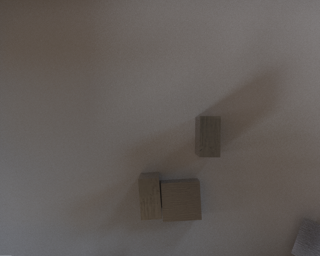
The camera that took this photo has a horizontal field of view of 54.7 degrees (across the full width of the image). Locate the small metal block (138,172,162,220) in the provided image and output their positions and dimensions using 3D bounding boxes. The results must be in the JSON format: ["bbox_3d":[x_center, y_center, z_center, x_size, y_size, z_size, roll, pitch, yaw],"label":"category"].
[{"bbox_3d":[-0.012,0.086,0.399,0.025,0.050,0.050,-4,90,0],"label":"small metal block"}]

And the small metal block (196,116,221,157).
[{"bbox_3d":[0.061,0.010,0.399,0.025,0.050,0.050,1,90,0],"label":"small metal block"}]

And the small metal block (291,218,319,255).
[{"bbox_3d":[0.205,0.151,0.397,0.025,0.050,0.050,22,88,-26],"label":"small metal block"}]

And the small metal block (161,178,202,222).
[{"bbox_3d":[0.028,0.095,0.412,0.050,0.025,0.050,-3,90,0],"label":"small metal block"}]
